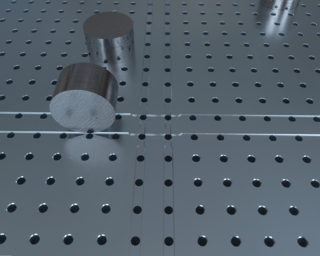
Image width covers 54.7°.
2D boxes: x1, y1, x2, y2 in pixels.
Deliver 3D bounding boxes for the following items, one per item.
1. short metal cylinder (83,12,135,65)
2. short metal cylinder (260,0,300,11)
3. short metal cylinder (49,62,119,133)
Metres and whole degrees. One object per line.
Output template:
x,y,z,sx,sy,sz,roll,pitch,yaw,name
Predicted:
-0.083,-0.150,0.517,0.081,0.050,0.080,0,50,0,short metal cylinder
0.250,-0.282,0.632,0.081,0.050,0.080,0,50,0,short metal cylinder
-0.096,-0.038,0.402,0.081,0.080,0.050,0,50,0,short metal cylinder
